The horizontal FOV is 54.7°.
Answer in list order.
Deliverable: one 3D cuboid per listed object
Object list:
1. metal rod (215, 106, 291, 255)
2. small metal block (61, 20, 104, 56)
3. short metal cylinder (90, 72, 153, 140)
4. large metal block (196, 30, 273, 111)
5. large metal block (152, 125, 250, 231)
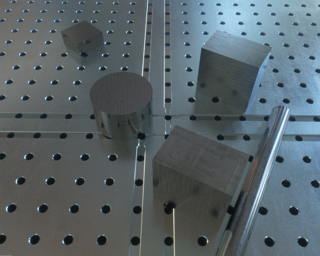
[{"bbox_3d":[0.098,0.081,0.341,0.025,0.025,0.301,22,53,17],"label":"metal rod"},{"bbox_3d":[-0.134,-0.157,0.538,0.050,0.025,0.050,-36,59,-26],"label":"small metal block"},{"bbox_3d":[-0.050,-0.030,0.416,0.081,0.050,0.080,0,50,0],"label":"short metal cylinder"},{"bbox_3d":[0.102,-0.081,0.442,0.080,0.080,0.050,25,54,19],"label":"large metal block"},{"bbox_3d":[0.040,0.054,0.327,0.080,0.080,0.050,23,54,17],"label":"large metal block"}]
